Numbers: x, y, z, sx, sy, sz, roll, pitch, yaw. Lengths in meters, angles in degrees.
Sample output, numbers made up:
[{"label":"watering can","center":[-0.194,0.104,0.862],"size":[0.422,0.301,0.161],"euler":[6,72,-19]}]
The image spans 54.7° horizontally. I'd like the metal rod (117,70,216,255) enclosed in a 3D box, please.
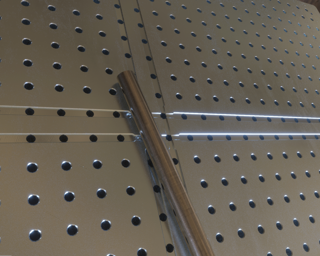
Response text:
[{"label":"metal rod","center":[0.010,0.057,0.379],"size":[0.025,0.025,0.299],"euler":[-11,68,-33]}]
